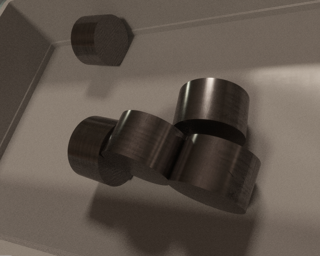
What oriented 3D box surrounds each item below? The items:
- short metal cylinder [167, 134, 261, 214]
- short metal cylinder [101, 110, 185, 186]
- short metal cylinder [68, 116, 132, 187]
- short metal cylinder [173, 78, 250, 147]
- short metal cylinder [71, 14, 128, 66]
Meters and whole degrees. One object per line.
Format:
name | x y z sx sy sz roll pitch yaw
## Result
short metal cylinder | 0.054 0.047 0.312 0.080 0.080 0.050 12 68 32
short metal cylinder | -0.017 0.023 0.341 0.080 0.080 0.050 11 66 32
short metal cylinder | -0.066 0.028 0.387 0.050 0.080 0.080 11 67 33
short metal cylinder | 0.057 -0.012 0.347 0.080 0.080 0.050 -1 61 27
short metal cylinder | -0.097 -0.143 0.507 0.050 0.080 0.080 10 67 32
